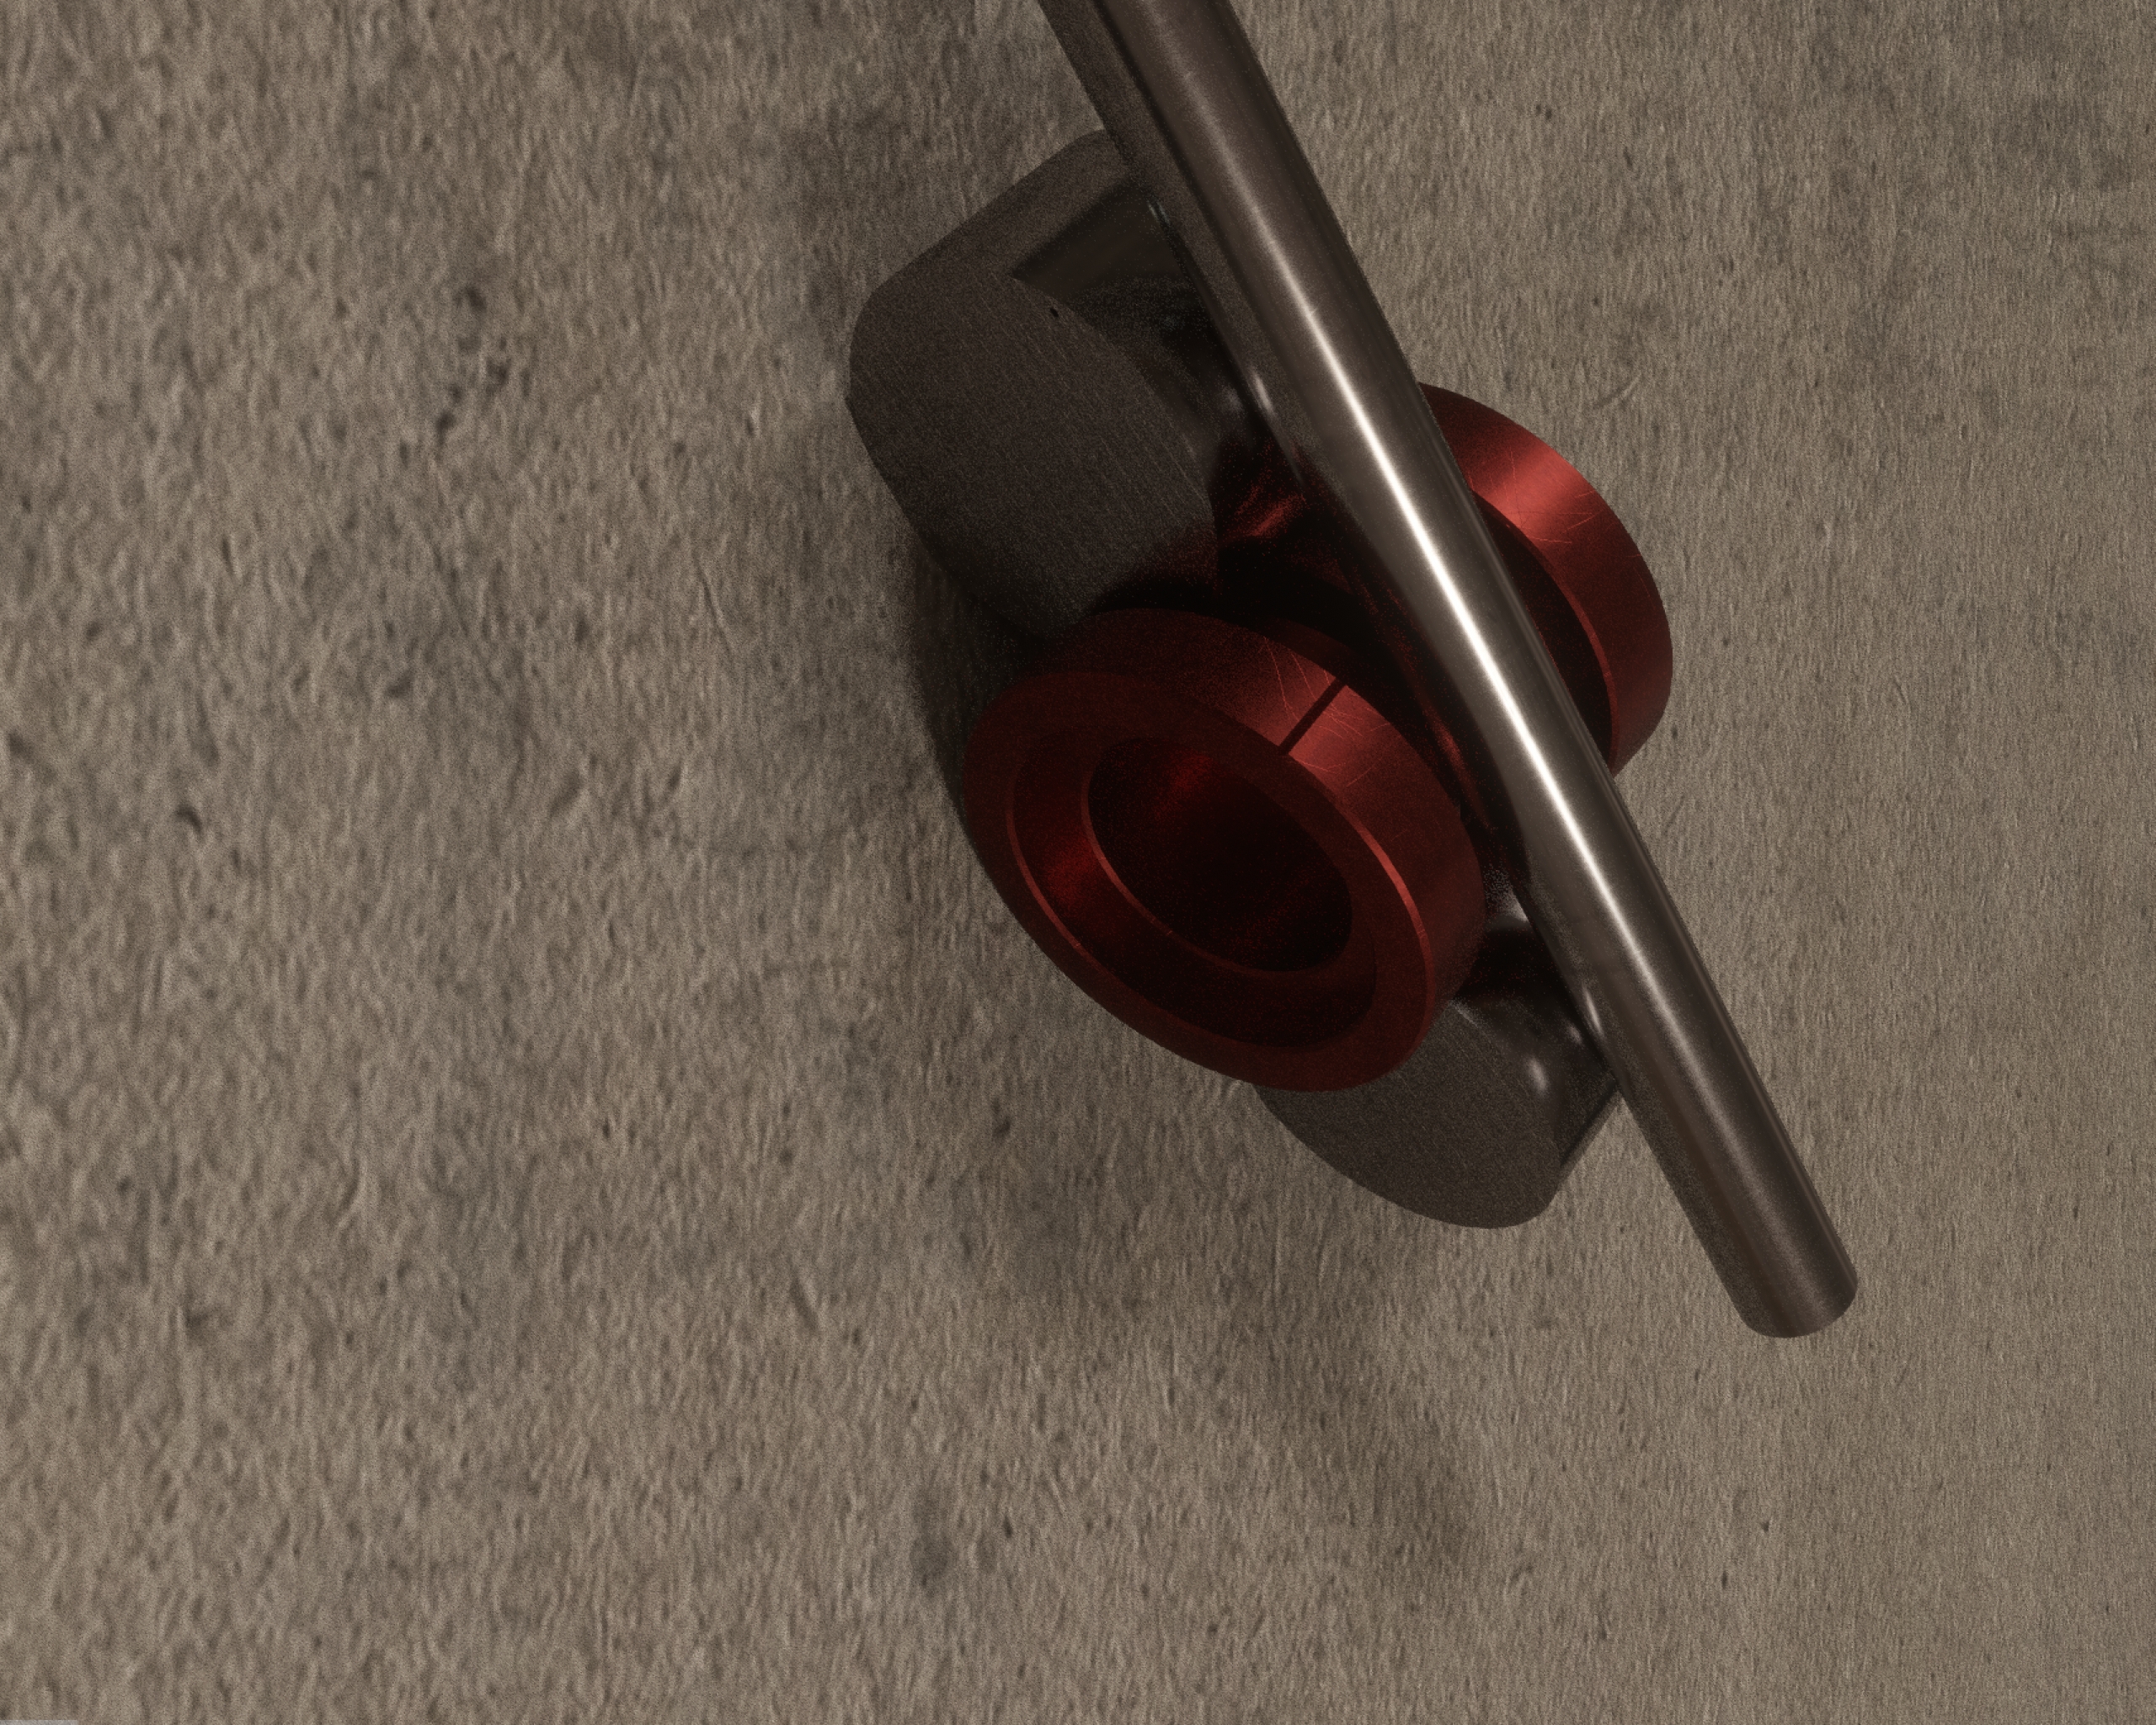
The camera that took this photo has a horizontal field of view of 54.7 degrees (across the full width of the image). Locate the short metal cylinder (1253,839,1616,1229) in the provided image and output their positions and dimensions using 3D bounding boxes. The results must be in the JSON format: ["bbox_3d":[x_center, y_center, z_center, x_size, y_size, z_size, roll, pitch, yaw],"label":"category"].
[{"bbox_3d":[0.077,0.030,0.437,0.050,0.080,0.080,-47,118,-30],"label":"short metal cylinder"}]

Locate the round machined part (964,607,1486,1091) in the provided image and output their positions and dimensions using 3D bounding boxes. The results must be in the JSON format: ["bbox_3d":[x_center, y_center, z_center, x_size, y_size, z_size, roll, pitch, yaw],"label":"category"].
[{"bbox_3d":[0.031,-0.007,0.385,0.042,0.098,0.098,-49,120,-33],"label":"round machined part"}]

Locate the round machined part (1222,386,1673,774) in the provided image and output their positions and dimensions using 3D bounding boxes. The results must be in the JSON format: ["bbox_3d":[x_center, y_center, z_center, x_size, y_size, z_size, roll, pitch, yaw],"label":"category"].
[{"bbox_3d":[0.064,-0.043,0.414,0.042,0.098,0.098,-45,117,-26],"label":"round machined part"}]

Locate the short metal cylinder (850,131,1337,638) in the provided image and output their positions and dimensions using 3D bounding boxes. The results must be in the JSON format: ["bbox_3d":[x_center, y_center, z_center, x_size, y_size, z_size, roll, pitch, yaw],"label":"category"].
[{"bbox_3d":[0.006,-0.084,0.377,0.050,0.080,0.080,-47,118,-30],"label":"short metal cylinder"}]

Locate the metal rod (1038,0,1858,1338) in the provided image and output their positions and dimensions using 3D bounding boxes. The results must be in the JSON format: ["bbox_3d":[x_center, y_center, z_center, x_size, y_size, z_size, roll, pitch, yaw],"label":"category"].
[{"bbox_3d":[0.075,-0.026,0.367,0.025,0.025,0.299,-48,119,-29],"label":"metal rod"}]
